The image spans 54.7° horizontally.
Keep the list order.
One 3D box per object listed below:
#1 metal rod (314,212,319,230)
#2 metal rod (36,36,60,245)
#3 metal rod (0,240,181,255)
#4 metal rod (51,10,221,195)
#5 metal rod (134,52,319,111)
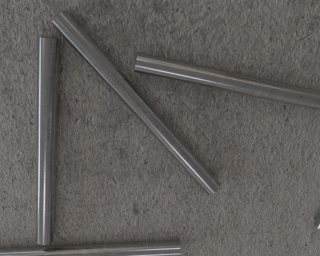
[{"bbox_3d":[0.285,0.015,0.417,0.025,0.025,0.298,15,109,-6],"label":"metal rod"},{"bbox_3d":[-0.154,0.031,0.419,0.025,0.025,0.298,8,110,-3],"label":"metal rod"},{"bbox_3d":[-0.119,0.193,0.479,0.302,0.025,0.025,-3,110,1],"label":"metal rod"},{"bbox_3d":[-0.021,-0.022,0.401,0.025,0.025,0.300,-38,106,13],"label":"metal rod"},{"bbox_3d":[0.119,-0.052,0.391,0.302,0.025,0.025,11,110,-5],"label":"metal rod"}]
